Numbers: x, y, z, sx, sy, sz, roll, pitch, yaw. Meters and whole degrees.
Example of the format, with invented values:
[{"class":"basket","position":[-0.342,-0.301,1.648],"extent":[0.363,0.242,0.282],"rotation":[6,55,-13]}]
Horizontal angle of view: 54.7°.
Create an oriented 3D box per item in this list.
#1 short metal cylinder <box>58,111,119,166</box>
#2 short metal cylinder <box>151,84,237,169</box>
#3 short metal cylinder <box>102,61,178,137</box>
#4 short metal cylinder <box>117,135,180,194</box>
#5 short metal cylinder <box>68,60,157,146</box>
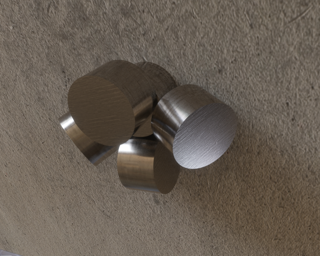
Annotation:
[{"class":"short metal cylinder","position":[-0.089,0.004,0.414],"extent":[0.080,0.050,0.080],"rotation":[51,172,11]},{"class":"short metal cylinder","position":[0.037,-0.002,0.343],"extent":[0.050,0.081,0.079],"rotation":[46,143,49]},{"class":"short metal cylinder","position":[-0.023,-0.036,0.381],"extent":[0.080,0.050,0.079],"rotation":[13,124,20]},{"class":"short metal cylinder","position":[-0.012,0.043,0.403],"extent":[0.050,0.080,0.079],"rotation":[2,119,27]},{"class":"short metal cylinder","position":[-0.051,-0.027,0.335],"extent":[0.080,0.050,0.079],"rotation":[13,124,20]}]
